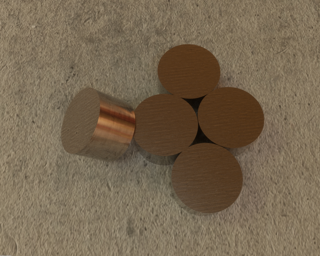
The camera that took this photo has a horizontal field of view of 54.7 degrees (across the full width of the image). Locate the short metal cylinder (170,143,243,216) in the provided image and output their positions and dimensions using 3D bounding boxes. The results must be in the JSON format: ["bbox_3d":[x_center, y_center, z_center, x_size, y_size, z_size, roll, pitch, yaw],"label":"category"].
[{"bbox_3d":[0.053,0.063,0.373,0.081,0.050,0.080,0,70,0],"label":"short metal cylinder"}]

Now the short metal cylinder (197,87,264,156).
[{"bbox_3d":[0.086,-0.006,0.399,0.081,0.050,0.080,0,70,0],"label":"short metal cylinder"}]

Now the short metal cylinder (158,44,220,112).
[{"bbox_3d":[0.037,-0.065,0.420,0.081,0.050,0.080,0,70,0],"label":"short metal cylinder"}]

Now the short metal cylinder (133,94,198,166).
[{"bbox_3d":[0.005,0.003,0.395,0.081,0.050,0.080,0,70,0],"label":"short metal cylinder"}]

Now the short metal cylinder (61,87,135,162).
[{"bbox_3d":[-0.076,-0.003,0.375,0.080,0.050,0.080,-20,61,40],"label":"short metal cylinder"}]
